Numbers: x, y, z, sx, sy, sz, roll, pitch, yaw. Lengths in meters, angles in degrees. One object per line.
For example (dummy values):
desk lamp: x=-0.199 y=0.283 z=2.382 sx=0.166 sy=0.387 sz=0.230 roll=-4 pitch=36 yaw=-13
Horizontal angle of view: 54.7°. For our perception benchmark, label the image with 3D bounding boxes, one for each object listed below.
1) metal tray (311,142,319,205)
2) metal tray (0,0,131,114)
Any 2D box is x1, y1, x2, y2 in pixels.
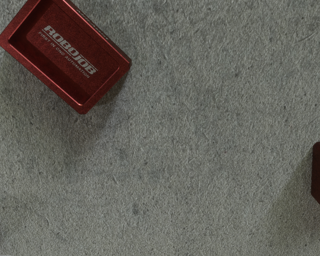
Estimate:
metal tray: x=0.284 y=0.058 z=0.431 sx=0.131 sy=0.030 sz=0.089 roll=-7 pitch=110 yaw=2
metal tray: x=-0.110 y=-0.091 z=0.372 sx=0.130 sy=0.030 sz=0.090 roll=43 pitch=104 yaw=-14
